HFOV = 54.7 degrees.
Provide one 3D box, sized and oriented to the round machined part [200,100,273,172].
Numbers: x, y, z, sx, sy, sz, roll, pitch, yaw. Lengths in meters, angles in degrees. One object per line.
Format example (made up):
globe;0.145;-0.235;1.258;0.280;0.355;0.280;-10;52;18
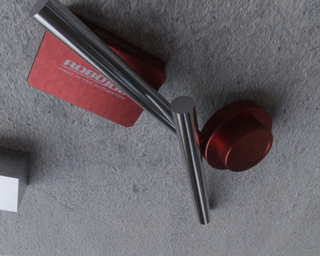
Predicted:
round machined part;0.101;0.017;0.390;0.099;0.042;0.097;-15;131;-18

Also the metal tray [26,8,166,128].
metal tray;-0.070;-0.062;0.350;0.131;0.030;0.089;24;126;-20

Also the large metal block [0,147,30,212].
large metal block;-0.240;0.072;0.448;0.081;0.050;0.079;13;129;-12

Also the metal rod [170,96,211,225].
metal rod;0.050;0.067;0.428;0.025;0.025;0.299;-9;141;7

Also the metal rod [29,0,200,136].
metal rod;-0.007;-0.027;0.343;0.025;0.025;0.301;-29;137;22
